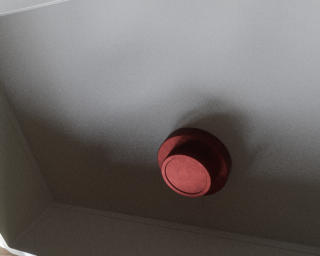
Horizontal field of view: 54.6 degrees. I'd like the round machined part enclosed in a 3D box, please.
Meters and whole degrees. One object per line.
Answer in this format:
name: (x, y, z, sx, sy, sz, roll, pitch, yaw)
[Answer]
round machined part: (0.041, 0.052, 0.408, 0.098, 0.042, 0.097, 13, 124, 21)
